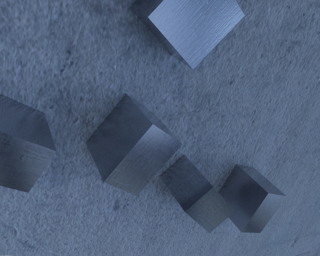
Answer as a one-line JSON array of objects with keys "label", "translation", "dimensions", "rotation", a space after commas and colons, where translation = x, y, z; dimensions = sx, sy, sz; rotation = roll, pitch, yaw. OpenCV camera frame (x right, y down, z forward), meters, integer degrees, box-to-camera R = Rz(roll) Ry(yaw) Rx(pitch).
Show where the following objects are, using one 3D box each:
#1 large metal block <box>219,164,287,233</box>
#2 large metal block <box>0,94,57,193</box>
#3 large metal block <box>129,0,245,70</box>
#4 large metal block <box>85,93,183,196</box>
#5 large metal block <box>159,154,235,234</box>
[{"label": "large metal block", "translation": [0.152, 0.120, 0.532], "dimensions": [0.050, 0.080, 0.080], "rotation": [16, 110, -35]}, {"label": "large metal block", "translation": [-0.154, 0.007, 0.292], "dimensions": [0.080, 0.080, 0.050], "rotation": [28, 103, -38]}, {"label": "large metal block", "translation": [0.030, -0.125, 0.331], "dimensions": [0.080, 0.050, 0.080], "rotation": [-47, 130, 4]}, {"label": "large metal block", "translation": [-0.034, 0.018, 0.365], "dimensions": [0.080, 0.080, 0.050], "rotation": [-50, 129, 7]}, {"label": "large metal block", "translation": [0.055, 0.098, 0.464], "dimensions": [0.050, 0.080, 0.080], "rotation": [-41, 130, 0]}]
